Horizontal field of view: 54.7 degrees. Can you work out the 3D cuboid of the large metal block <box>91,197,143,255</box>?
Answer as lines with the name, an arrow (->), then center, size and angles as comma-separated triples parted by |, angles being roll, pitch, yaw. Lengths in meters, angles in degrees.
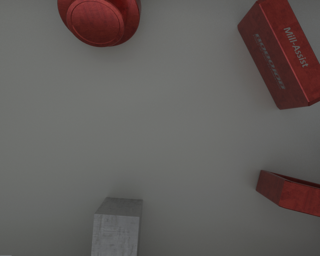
large metal block -> -0.051, 0.136, 0.383 | 0.050, 0.080, 0.079 | 4, 90, -1

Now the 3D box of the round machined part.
round machined part -> -0.073, -0.137, 0.372 | 0.099, 0.097, 0.042 | 5, 52, -1

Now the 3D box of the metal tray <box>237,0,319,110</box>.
metal tray -> 0.148, -0.088, 0.380 | 0.030, 0.090, 0.130 | -27, 90, 0

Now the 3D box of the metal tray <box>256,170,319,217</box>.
metal tray -> 0.197, 0.087, 0.381 | 0.131, 0.090, 0.030 | 14, 90, -1
